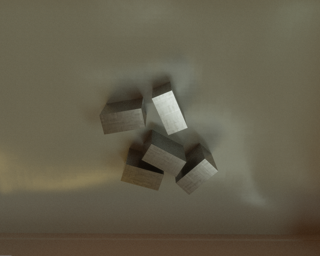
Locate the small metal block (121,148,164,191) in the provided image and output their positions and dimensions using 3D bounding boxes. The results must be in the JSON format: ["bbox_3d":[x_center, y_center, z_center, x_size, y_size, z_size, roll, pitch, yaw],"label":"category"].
[{"bbox_3d":[-0.023,0.055,0.418,0.050,0.050,0.025,16,109,-7],"label":"small metal block"}]

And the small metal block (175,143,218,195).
[{"bbox_3d":[0.047,0.054,0.419,0.050,0.050,0.025,-43,105,14],"label":"small metal block"}]

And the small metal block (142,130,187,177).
[{"bbox_3d":[0.005,0.032,0.410,0.050,0.050,0.025,28,108,-10],"label":"small metal block"}]

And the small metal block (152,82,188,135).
[{"bbox_3d":[0.012,-0.026,0.389,0.025,0.050,0.050,-22,109,7],"label":"small metal block"}]

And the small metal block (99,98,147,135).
[{"bbox_3d":[-0.045,-0.016,0.391,0.050,0.050,0.025,-9,110,3],"label":"small metal block"}]
